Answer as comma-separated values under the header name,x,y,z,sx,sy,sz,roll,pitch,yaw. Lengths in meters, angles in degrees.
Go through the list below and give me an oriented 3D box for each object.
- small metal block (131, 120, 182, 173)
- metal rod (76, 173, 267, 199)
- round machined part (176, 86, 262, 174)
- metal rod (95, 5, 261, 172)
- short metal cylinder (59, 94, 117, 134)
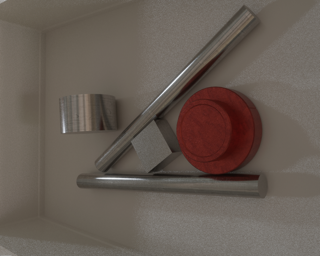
name,x,y,z,sx,sy,sz,roll,pitch,yaw
small metal block,-0.004,0.024,0.406,0.050,0.025,0.050,-43,65,31
metal rod,-0.010,0.073,0.411,0.300,0.025,0.025,-7,86,39
round machined part,0.058,0.003,0.343,0.098,0.042,0.097,0,90,39
metal rod,0.004,-0.031,0.400,0.299,0.025,0.025,-44,64,31
short metal cylinder,-0.104,-0.018,0.453,0.080,0.081,0.050,-6,86,39
